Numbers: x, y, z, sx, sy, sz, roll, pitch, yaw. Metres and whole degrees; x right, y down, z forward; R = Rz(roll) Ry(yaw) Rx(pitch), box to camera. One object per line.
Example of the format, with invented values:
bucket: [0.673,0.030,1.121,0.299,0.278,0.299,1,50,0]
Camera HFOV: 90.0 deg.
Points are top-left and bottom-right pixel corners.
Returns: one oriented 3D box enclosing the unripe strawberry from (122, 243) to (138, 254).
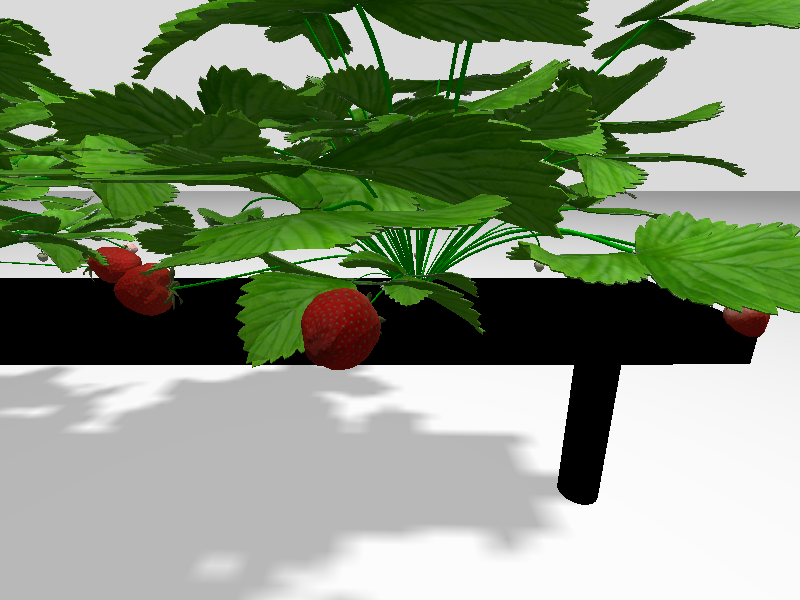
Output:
unripe strawberry: [-0.370,-0.070,0.550,0.019,0.017,0.017,6,5,17]

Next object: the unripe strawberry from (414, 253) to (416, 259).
unripe strawberry: [0.023,-0.055,0.504,0.010,0.011,0.011,1,17,3]

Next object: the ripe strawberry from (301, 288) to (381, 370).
ripe strawberry: [-0.035,0.018,0.220,0.045,0.047,0.049,6,19,18]

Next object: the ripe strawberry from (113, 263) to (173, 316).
ripe strawberry: [-0.197,-0.008,0.310,0.039,0.040,0.035,-5,18,-13]

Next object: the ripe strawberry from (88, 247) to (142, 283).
ripe strawberry: [-0.285,-0.036,0.404,0.042,0.036,0.042,-5,18,-17]

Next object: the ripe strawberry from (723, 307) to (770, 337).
ripe strawberry: [0.237,0.012,0.272,0.024,0.028,0.028,-28,4,28]

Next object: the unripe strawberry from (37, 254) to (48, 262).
unripe strawberry: [-0.450,-0.053,0.504,0.011,0.010,0.010,-2,17,-5]

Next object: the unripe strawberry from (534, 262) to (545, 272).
unripe strawberry: [0.153,-0.036,0.440,0.011,0.011,0.011,-10,20,-29]
